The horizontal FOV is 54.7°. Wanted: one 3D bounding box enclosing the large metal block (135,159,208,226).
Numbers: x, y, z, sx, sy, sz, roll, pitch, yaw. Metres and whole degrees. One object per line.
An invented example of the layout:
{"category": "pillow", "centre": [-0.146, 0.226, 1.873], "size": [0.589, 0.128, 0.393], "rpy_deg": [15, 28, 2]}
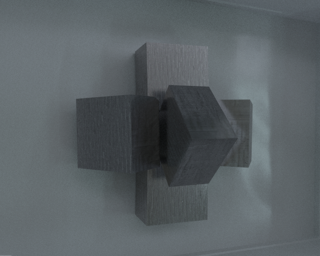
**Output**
{"category": "large metal block", "centre": [0.014, 0.076, 0.401], "size": [0.081, 0.050, 0.080], "rpy_deg": [1, 90, -20]}

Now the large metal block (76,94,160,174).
{"category": "large metal block", "centre": [-0.048, 0.006, 0.354], "size": [0.050, 0.080, 0.079], "rpy_deg": [-3, 92, -57]}

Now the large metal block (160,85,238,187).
{"category": "large metal block", "centre": [0.033, 0.009, 0.350], "size": [0.050, 0.079, 0.080], "rpy_deg": [-1, 47, -21]}

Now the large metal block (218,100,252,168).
{"category": "large metal block", "centre": [0.093, 0.006, 0.407], "size": [0.050, 0.080, 0.080], "rpy_deg": [1, 90, 19]}

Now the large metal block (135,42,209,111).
{"category": "large metal block", "centre": [0.015, -0.062, 0.398], "size": [0.081, 0.050, 0.080], "rpy_deg": [-2, 91, -20]}
